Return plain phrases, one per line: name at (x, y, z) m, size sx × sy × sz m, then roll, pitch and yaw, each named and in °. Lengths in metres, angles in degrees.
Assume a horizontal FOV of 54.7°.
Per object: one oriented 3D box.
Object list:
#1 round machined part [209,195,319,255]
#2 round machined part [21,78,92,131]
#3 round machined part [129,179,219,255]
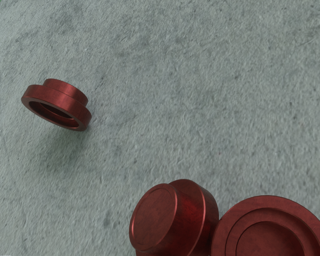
round machined part at (0.091, 0.110, 0.263) m, size 0.099 × 0.042 × 0.098 m, roll -1°, pitch 67°, yaw 3°
round machined part at (-0.146, -0.036, 0.454) m, size 0.098 × 0.098 × 0.042 m, roll 8°, pitch 66°, yaw 31°
round machined part at (0.007, 0.094, 0.306) m, size 0.098 × 0.042 × 0.098 m, roll -38°, pitch 31°, yaw 29°
